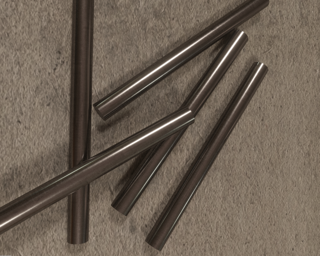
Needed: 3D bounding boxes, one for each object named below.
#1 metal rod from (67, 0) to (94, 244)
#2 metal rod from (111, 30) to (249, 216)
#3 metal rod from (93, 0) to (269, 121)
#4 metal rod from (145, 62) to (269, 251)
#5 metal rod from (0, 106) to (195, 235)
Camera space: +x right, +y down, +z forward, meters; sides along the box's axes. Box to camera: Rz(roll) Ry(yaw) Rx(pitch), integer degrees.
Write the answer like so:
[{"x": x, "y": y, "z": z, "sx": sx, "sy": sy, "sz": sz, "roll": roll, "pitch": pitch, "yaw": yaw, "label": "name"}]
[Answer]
[{"x": -0.096, "y": -0.014, "z": 0.374, "sx": 0.025, "sy": 0.025, "sz": 0.298, "roll": 1, "pitch": 90, "yaw": -20, "label": "metal rod"}, {"x": 0.033, "y": -0.015, "z": 0.422, "sx": 0.025, "sy": 0.025, "sz": 0.300, "roll": 39, "pitch": 77, "yaw": -16, "label": "metal rod"}, {"x": 0.040, "y": -0.106, "z": 0.424, "sx": 0.301, "sy": 0.025, "sz": 0.025, "roll": -37, "pitch": 102, "yaw": -17, "label": "metal rod"}, {"x": 0.071, "y": 0.031, "z": 0.436, "sx": 0.025, "sy": 0.025, "sz": 0.300, "roll": 37, "pitch": 78, "yaw": -17, "label": "metal rod"}, {"x": -0.088, "y": 0.053, "z": 0.349, "sx": 0.302, "sy": 0.025, "sz": 0.025, "roll": -29, "pitch": 100, "yaw": -18, "label": "metal rod"}]
